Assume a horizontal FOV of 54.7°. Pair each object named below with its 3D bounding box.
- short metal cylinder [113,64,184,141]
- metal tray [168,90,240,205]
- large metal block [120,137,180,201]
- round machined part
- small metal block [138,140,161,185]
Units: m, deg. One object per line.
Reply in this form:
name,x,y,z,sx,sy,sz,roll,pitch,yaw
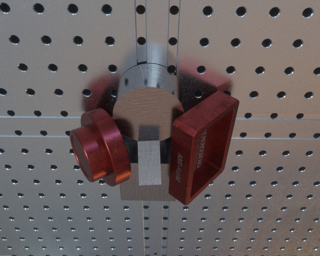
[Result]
short metal cylinder,-0.013,-0.029,0.369,0.081,0.050,0.079,0,130,0
metal tray,0.054,0.027,0.394,0.030,0.091,0.129,32,139,31
large metal block,-0.015,0.060,0.446,0.081,0.050,0.079,2,130,-2
round machined part,-0.078,0.028,0.381,0.042,0.098,0.097,-22,136,-26
small metal block,-0.013,0.043,0.376,0.025,0.050,0.050,-2,172,-2
